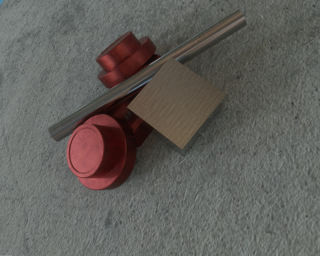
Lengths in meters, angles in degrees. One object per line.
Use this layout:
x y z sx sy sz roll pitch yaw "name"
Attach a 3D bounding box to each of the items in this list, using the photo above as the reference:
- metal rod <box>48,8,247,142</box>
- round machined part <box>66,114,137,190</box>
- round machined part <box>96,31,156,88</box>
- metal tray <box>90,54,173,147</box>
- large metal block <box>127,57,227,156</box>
-0.022 -0.067 0.421 0.300 0.025 0.025 -31 52 8 "metal rod"
-0.081 0.030 0.396 0.098 0.042 0.098 -6 78 34 "round machined part"
-0.057 -0.107 0.464 0.098 0.042 0.098 -33 23 17 "round machined part"
-0.030 -0.046 0.446 0.090 0.030 0.130 27 76 37 "metal tray"
0.021 -0.024 0.375 0.080 0.050 0.080 37 81 14 "large metal block"
